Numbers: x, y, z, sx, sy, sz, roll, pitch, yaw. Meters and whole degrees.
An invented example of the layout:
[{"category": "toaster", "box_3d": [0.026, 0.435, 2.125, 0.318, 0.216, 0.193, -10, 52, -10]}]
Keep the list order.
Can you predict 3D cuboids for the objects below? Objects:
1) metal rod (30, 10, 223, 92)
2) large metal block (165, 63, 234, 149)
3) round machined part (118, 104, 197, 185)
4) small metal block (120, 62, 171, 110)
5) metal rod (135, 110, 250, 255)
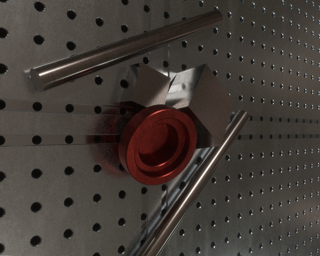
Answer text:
[{"category": "metal rod", "box_3d": [-0.017, -0.110, 0.396, 0.302, 0.025, 0.025, -31, 110, -36]}, {"category": "large metal block", "box_3d": [0.053, -0.028, 0.431, 0.080, 0.050, 0.080, 47, 51, -30]}, {"category": "round machined part", "box_3d": [-0.006, 0.017, 0.382, 0.099, 0.042, 0.097, -13, 116, -28]}, {"category": "small metal block", "box_3d": [-0.018, -0.049, 0.396, 0.050, 0.025, 0.050, 21, 76, -38]}, {"category": "metal rod", "box_3d": [0.057, 0.078, 0.459, 0.301, 0.025, 0.025, -49, 120, -29]}]
